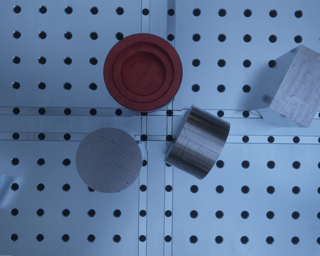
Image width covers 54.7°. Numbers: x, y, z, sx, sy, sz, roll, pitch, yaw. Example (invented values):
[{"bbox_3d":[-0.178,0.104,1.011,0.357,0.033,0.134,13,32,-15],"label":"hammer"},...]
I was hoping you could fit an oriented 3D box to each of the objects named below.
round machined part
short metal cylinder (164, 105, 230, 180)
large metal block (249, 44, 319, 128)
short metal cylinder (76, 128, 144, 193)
[{"bbox_3d":[-0.021,-0.069,0.405,0.099,0.042,0.097,0,90,0],"label":"round machined part"},{"bbox_3d":[0.045,0.017,0.386,0.050,0.080,0.080,27,90,0],"label":"short metal cylinder"},{"bbox_3d":[0.163,-0.047,0.387,0.050,0.080,0.080,27,90,0],"label":"large metal block"},{"bbox_3d":[-0.062,0.039,0.400,0.081,0.050,0.079,0,90,0],"label":"short metal cylinder"}]
